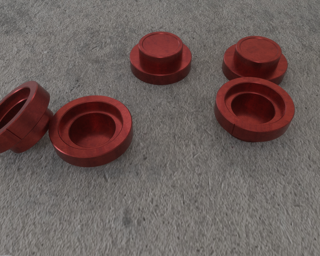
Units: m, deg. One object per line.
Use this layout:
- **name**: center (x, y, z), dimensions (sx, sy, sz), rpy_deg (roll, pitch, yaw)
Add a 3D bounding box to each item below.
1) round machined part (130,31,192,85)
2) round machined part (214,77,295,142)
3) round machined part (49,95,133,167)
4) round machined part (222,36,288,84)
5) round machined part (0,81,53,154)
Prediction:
- **round machined part**: center (0.001, -0.116, 0.489), dimensions (0.099, 0.042, 0.098), rpy_deg (0, 50, 0)
- **round machined part**: center (0.121, -0.020, 0.409), dimensions (0.099, 0.042, 0.098), rpy_deg (0, 50, 0)
- **round machined part**: center (-0.082, 0.008, 0.385), dimensions (0.099, 0.042, 0.098), rpy_deg (0, 50, 0)
- **round machined part**: center (0.149, -0.107, 0.483), dimensions (0.099, 0.042, 0.098), rpy_deg (0, 50, 0)
- **round machined part**: center (-0.171, -0.008, 0.379), dimensions (0.098, 0.042, 0.098), rpy_deg (-24, 40, 22)
